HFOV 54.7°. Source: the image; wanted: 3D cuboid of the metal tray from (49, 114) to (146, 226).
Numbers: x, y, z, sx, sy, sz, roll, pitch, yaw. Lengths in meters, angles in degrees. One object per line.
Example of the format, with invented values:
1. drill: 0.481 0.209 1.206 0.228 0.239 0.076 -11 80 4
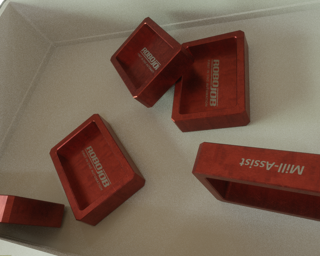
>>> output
1. metal tray: -0.088 0.051 0.415 0.090 0.030 0.130 -39 51 1

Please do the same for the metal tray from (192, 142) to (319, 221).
1. metal tray: 0.105 0.051 0.277 0.130 0.090 0.030 5 65 30

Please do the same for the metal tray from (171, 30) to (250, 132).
1. metal tray: 0.067 -0.062 0.403 0.090 0.030 0.130 -6 59 24

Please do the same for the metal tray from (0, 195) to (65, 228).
1. metal tray: -0.204 0.106 0.400 0.130 0.090 0.030 -4 69 26

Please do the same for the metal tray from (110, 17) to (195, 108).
1. metal tray: -0.017 -0.098 0.445 0.090 0.030 0.130 -46 41 11
